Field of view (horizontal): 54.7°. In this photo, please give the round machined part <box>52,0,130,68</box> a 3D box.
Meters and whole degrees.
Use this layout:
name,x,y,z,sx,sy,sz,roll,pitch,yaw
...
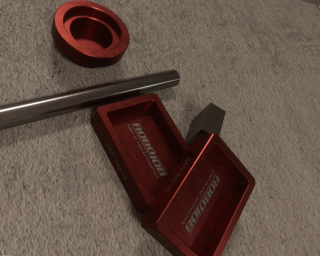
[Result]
name,x,y,z,sx,sy,sz,roll,pitch,yaw
round machined part,-0.094,-0.120,0.416,0.099,0.042,0.098,14,56,-21

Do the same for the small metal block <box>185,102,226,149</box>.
name,x,y,z,sx,sy,sz,roll,pitch,yaw
small metal block,0.060,0.001,0.421,0.025,0.050,0.050,31,52,-9

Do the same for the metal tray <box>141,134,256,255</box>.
name,x,y,z,sx,sy,sz,roll,pitch,yaw
metal tray,0.049,0.081,0.348,0.090,0.030,0.130,48,59,-18

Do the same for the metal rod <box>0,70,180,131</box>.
name,x,y,z,sx,sy,sz,roll,pitch,yaw
metal rod,-0.095,-0.035,0.374,0.302,0.025,0.025,-19,72,-36

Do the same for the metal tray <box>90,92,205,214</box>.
name,x,y,z,sx,sy,sz,roll,pitch,yaw
metal tray,-0.015,0.025,0.378,0.091,0.030,0.130,-20,72,-36
